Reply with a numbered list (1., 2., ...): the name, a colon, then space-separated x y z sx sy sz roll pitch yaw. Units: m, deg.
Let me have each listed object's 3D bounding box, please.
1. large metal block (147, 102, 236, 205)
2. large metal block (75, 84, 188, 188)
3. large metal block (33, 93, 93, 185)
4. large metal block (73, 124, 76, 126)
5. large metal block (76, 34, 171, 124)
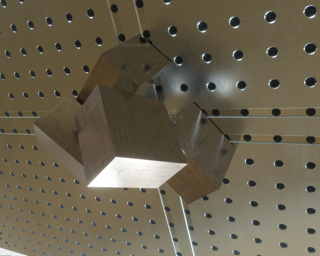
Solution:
1. large metal block: 0.037 0.029 0.371 0.080 0.080 0.050 47 129 -5
2. large metal block: -0.030 0.011 0.306 0.050 0.081 0.080 -45 50 34
3. large metal block: -0.099 0.017 0.371 0.080 0.050 0.080 41 154 0
4. large metal block: -0.087 0.020 0.451 0.080 0.050 0.080 43 129 -2
5. large metal block: -0.043 -0.053 0.362 0.050 0.080 0.080 41 129 0
